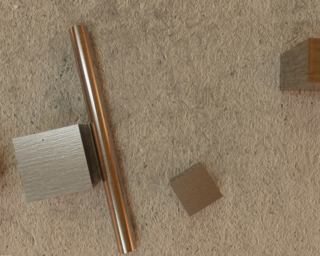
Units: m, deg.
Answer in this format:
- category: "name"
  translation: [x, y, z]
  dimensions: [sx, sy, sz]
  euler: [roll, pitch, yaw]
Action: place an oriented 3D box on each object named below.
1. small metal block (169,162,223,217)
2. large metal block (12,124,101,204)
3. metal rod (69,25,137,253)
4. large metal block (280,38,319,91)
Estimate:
- category: "small metal block"
  translation: [0.047, 0.080, 0.411]
  dimensions: [0.050, 0.025, 0.050]
  euler: [-32, 90, 0]
- category: "large metal block"
  translation: [-0.129, 0.043, 0.396]
  dimensions: [0.080, 0.050, 0.080]
  euler: [-13, 90, 0]
- category: "metal rod"
  translation: [-0.075, 0.014, 0.409]
  dimensions: [0.025, 0.025, 0.298]
  euler: [-13, 90, 0]
- category: "large metal block"
  translation: [0.205, -0.075, 0.384]
  dimensions: [0.081, 0.080, 0.050]
  euler: [1, 90, 0]
